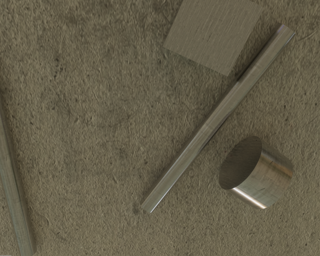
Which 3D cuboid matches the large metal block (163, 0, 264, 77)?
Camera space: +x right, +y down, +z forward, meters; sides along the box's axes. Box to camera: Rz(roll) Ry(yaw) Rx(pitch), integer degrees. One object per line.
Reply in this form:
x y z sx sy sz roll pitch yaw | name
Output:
0.056 -0.116 0.354 0.080 0.050 0.080 23 108 -9 | large metal block

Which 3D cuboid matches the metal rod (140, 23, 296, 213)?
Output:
0.066 -0.002 0.409 0.025 0.025 0.299 33 107 -12 | metal rod

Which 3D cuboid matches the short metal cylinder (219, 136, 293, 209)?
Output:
0.122 0.057 0.403 0.050 0.080 0.080 34 107 -12 | short metal cylinder

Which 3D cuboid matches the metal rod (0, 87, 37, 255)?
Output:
-0.210 0.051 0.426 0.025 0.025 0.298 -2 110 1 | metal rod
